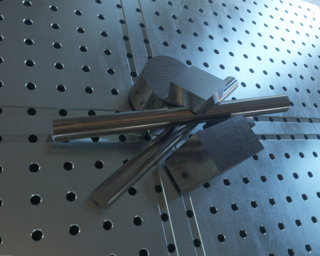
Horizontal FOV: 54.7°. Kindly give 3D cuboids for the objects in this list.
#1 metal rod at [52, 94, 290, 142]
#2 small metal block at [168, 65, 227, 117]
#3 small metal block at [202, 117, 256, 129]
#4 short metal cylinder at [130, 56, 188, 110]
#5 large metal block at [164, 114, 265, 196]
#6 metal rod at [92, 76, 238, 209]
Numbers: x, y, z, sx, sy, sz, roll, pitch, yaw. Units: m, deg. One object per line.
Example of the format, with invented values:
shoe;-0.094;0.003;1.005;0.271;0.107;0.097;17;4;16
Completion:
metal rod;0.027;-0.015;0.383;0.302;0.025;0.025;-7;65;-17
small metal block;0.046;-0.047;0.383;0.050;0.025;0.050;31;48;21
small metal block;0.098;-0.003;0.442;0.050;0.050;0.025;-1;62;-27
short metal cylinder;0.006;-0.051;0.422;0.081;0.050;0.080;14;55;-21
large metal block;0.065;0.033;0.382;0.081;0.080;0.050;-20;73;-36
metal rod;0.028;0.000;0.419;0.025;0.025;0.302;47;51;4
